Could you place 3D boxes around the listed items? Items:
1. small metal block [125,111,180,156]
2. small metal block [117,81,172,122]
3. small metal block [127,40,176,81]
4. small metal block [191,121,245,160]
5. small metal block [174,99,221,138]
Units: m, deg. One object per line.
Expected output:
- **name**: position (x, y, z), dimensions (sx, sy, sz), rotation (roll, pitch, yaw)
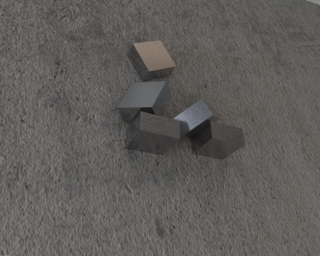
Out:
- **small metal block**: position (-0.010, 0.008, 0.377), dimensions (0.050, 0.050, 0.025), rotation (13, 57, -21)
- **small metal block**: position (-0.019, -0.034, 0.396), dimensions (0.050, 0.050, 0.025), rotation (-64, 143, -38)
- **small metal block**: position (-0.012, -0.100, 0.458), dimensions (0.050, 0.025, 0.050), rotation (-18, 72, -35)
- **small metal block**: position (0.077, 0.018, 0.418), dimensions (0.050, 0.050, 0.025), rotation (12, 57, -22)
- **small metal block**: position (0.047, -0.011, 0.407), dimensions (0.025, 0.050, 0.050), rotation (59, 16, 14)
